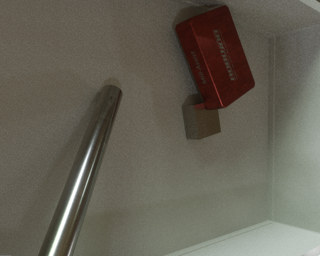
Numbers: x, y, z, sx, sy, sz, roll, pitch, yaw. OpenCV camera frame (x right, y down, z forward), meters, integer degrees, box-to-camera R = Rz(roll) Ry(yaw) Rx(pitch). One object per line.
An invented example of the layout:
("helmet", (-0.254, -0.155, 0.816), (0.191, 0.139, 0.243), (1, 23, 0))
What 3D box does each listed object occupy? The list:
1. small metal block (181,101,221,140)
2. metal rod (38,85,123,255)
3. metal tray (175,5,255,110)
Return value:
("small metal block", (0.062, -0.013, 0.461), (0.050, 0.025, 0.050), (-16, 100, -39))
("metal rod", (-0.076, 0.070, 0.265), (0.025, 0.025, 0.300), (43, 39, -32))
("metal tray", (0.084, -0.102, 0.450), (0.091, 0.030, 0.129), (-33, 106, -36))
